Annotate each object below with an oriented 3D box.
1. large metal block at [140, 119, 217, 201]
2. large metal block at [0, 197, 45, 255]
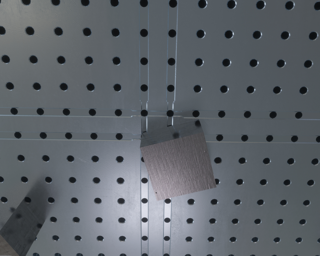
[{"bbox_3d":[0.024,0.042,0.416,0.080,0.050,0.080,-14,110,5],"label":"large metal block"},{"bbox_3d":[-0.225,0.156,0.440,0.080,0.080,0.050,-27,108,9],"label":"large metal block"}]
